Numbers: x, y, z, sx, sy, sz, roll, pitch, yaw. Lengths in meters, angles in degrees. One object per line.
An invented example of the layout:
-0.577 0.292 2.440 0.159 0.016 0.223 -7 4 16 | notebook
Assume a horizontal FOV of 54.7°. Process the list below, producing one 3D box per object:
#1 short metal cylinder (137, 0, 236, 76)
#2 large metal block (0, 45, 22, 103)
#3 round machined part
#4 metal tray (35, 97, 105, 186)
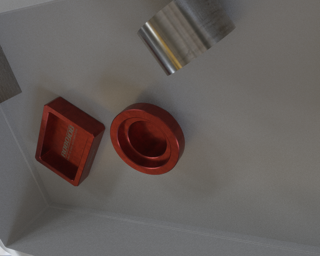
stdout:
0.025 -0.095 0.301 0.080 0.080 0.050 -29 103 37 | short metal cylinder
-0.273 -0.074 0.468 0.050 0.080 0.080 -1 118 28 | large metal block
-0.013 0.010 0.409 0.098 0.042 0.097 13 124 20 | round machined part
-0.147 0.025 0.496 0.090 0.030 0.129 32 128 6 | metal tray
